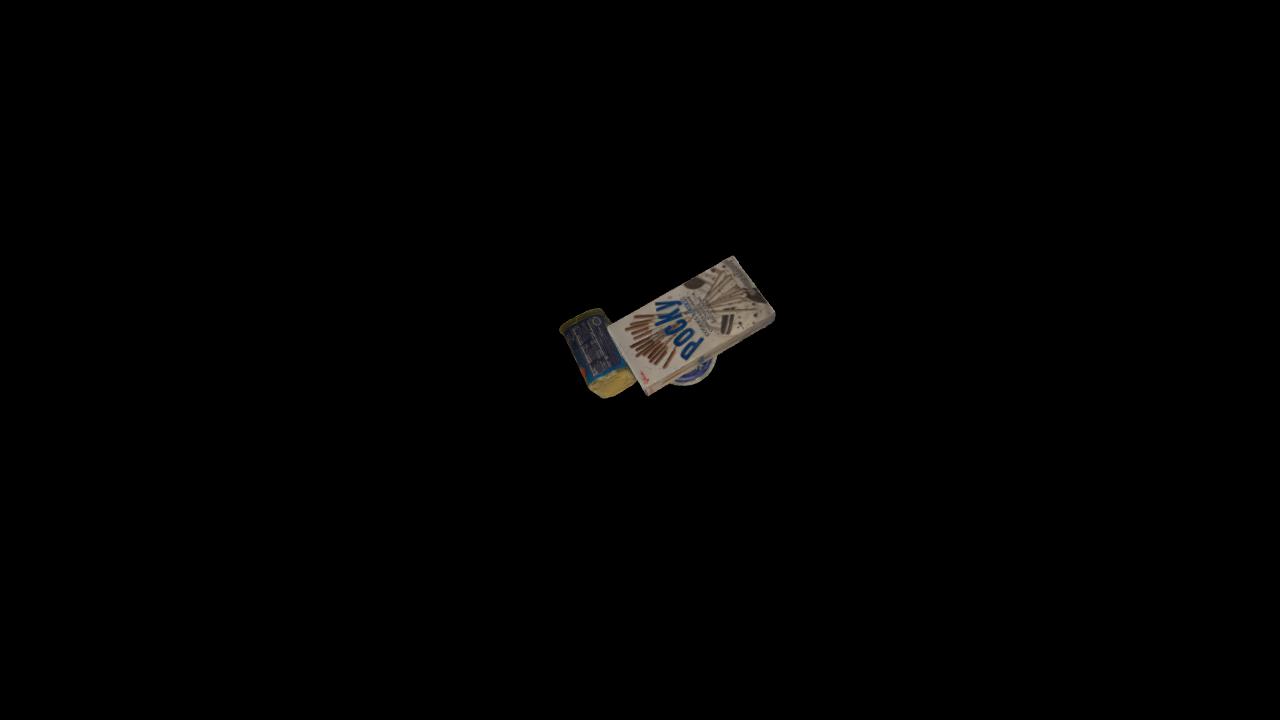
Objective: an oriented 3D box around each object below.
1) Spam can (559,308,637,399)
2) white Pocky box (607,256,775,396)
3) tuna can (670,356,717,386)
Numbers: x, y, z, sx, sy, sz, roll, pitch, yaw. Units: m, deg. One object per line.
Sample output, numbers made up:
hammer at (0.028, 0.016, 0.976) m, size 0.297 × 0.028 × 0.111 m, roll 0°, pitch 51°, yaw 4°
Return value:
Spam can at (-0.048, -0.005, 0.755) m, size 0.058 × 0.085 × 0.101 m, roll -28°, pitch -15°, yaw 3°
white Pocky box at (0.052, -0.037, 0.632) m, size 0.154 × 0.084 × 0.028 m, roll -30°, pitch -23°, yaw -3°
tuna can at (0.048, -0.012, 0.735) m, size 0.084 × 0.084 × 0.034 m, roll 0°, pitch 5°, yaw -14°
